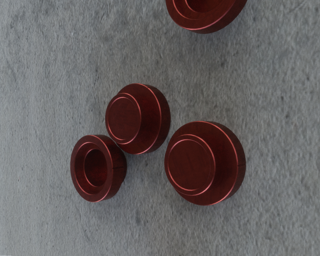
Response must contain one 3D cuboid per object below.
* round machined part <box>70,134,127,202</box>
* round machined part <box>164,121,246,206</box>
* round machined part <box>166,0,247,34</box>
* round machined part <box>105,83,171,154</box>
[{"bbox_3d":[-0.088,0.058,0.464,0.098,0.042,0.097,0,90,39],"label":"round machined part"},{"bbox_3d":[0.044,0.040,0.356,0.098,0.042,0.097,0,90,39],"label":"round machined part"},{"bbox_3d":[0.057,-0.154,0.345,0.098,0.042,0.097,0,90,39],"label":"round machined part"},{"bbox_3d":[-0.037,-0.013,0.422,0.098,0.042,0.097,0,90,39],"label":"round machined part"}]
